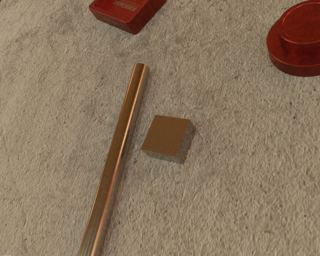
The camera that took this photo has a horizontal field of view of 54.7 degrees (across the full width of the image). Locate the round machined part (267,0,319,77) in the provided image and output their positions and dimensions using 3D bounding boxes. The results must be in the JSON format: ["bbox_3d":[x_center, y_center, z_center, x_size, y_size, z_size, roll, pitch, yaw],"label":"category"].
[{"bbox_3d":[0.178,-0.113,0.368,0.098,0.042,0.098,-13,56,20],"label":"round machined part"}]

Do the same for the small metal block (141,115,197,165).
[{"bbox_3d":[0.011,0.014,0.388,0.050,0.025,0.050,9,66,31],"label":"small metal block"}]

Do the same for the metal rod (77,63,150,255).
[{"bbox_3d":[-0.058,0.041,0.407,0.025,0.025,0.300,-1,61,27],"label":"metal rod"}]

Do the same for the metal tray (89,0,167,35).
[{"bbox_3d":[-0.062,-0.230,0.571,0.130,0.030,0.090,34,80,38],"label":"metal tray"}]
